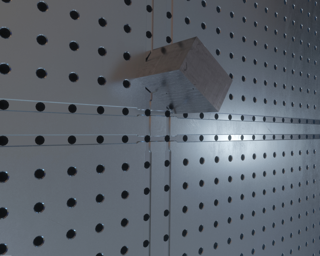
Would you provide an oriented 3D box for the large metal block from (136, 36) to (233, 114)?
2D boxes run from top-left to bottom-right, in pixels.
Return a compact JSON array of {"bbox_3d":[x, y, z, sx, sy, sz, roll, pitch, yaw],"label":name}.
[{"bbox_3d":[0.032,-0.063,0.398,0.080,0.080,0.050,41,65,-32],"label":"large metal block"}]
